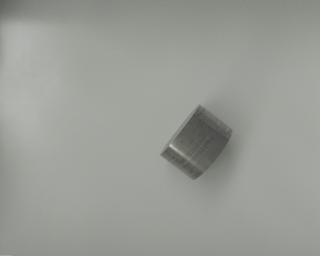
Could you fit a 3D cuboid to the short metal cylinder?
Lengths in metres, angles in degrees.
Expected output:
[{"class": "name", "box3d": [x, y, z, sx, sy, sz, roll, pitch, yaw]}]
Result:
[{"class": "short metal cylinder", "box3d": [0.044, 0.017, 0.384, 0.050, 0.080, 0.080, 38, 90, 0]}]
